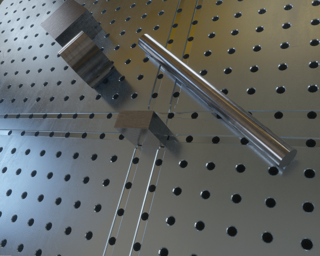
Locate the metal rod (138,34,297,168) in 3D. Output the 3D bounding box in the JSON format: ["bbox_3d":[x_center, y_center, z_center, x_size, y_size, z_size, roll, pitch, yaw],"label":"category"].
[{"bbox_3d":[0.054,-0.055,0.412,0.025,0.025,0.300,-42,51,-1],"label":"metal rod"}]

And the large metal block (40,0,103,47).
[{"bbox_3d":[-0.172,-0.196,0.600,0.080,0.050,0.080,-44,51,-3],"label":"large metal block"}]

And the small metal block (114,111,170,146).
[{"bbox_3d":[-0.022,0.001,0.402,0.050,0.050,0.025,2,63,29],"label":"small metal block"}]

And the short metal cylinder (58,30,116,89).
[{"bbox_3d":[-0.116,-0.109,0.498,0.050,0.080,0.080,-43,51,-1],"label":"short metal cylinder"}]
